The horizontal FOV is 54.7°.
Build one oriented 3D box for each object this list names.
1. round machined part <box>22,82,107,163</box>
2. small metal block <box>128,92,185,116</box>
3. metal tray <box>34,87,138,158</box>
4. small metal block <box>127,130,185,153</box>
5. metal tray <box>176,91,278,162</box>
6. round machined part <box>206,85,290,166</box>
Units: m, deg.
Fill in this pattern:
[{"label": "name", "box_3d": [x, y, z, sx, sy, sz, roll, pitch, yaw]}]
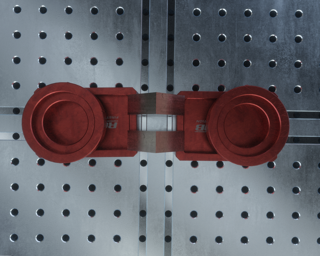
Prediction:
[{"label": "round machined part", "box_3d": [-0.116, -0.006, 0.391, 0.099, 0.042, 0.097, 0, 90, 0]}, {"label": "small metal block", "box_3d": [-0.005, -0.029, 0.386, 0.050, 0.050, 0.025, 1, 90, 44]}, {"label": "metal tray", "box_3d": [-0.095, -0.007, 0.411, 0.131, 0.030, 0.089, -1, 92, 0]}, {"label": "small metal block", "box_3d": [-0.005, 0.016, 0.386, 0.050, 0.050, 0.025, 1, 90, 44]}, {"label": "metal tray", "box_3d": [0.086, -0.002, 0.412, 0.131, 0.030, 0.089, 1, 90, 0]}, {"label": "round machined part", "box_3d": [0.107, -0.003, 0.393, 0.099, 0.042, 0.097, 0, 90, 0]}]
